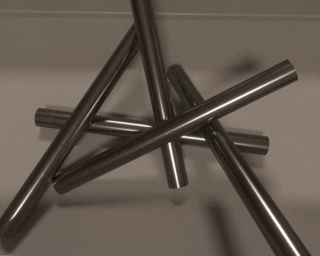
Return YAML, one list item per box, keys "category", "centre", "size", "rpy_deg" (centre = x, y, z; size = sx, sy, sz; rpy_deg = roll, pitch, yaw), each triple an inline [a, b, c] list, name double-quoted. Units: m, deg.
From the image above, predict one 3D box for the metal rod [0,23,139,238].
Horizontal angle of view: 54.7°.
- category: "metal rod"
  centre: [-0.103, -0.004, 0.384]
  size: [0.025, 0.025, 0.300]
  rpy_deg: [31, 82, 10]

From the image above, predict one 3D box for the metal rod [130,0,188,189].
- category: "metal rod"
  centre: [-0.007, -0.074, 0.374]
  size: [0.025, 0.025, 0.298]
  rpy_deg: [-12, 95, -5]

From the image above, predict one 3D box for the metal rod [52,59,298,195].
- category: "metal rod"
  centre: [0.007, 0.005, 0.354]
  size: [0.301, 0.025, 0.025]
  rpy_deg: [-27, 71, 11]

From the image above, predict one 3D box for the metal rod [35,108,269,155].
- category: "metal rod"
  centre: [-0.012, 0.004, 0.407]
  size: [0.302, 0.025, 0.025]
  rpy_deg: [7, 70, 2]

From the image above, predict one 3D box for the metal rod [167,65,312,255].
- category: "metal rod"
  centre: [0.070, 0.022, 0.341]
  size: [0.025, 0.025, 0.300]
  rpy_deg: [-19, 48, -7]
